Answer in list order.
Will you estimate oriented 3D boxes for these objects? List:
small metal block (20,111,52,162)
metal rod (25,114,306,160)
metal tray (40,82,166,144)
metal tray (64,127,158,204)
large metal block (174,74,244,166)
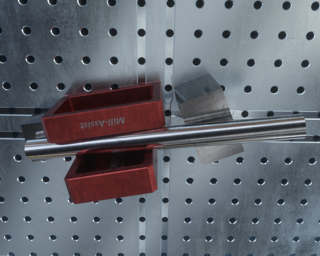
[{"bbox_3d":[-0.151,0.009,0.401,0.025,0.050,0.050,-8,110,2],"label":"small metal block"},{"bbox_3d":[-0.005,0.012,0.337,0.301,0.025,0.025,-5,111,11],"label":"metal rod"},{"bbox_3d":[-0.061,-0.021,0.369,0.131,0.090,0.030,-8,111,2],"label":"metal tray"},{"bbox_3d":[-0.050,0.036,0.370,0.091,0.130,0.030,-9,111,3],"label":"metal tray"},{"bbox_3d":[0.057,-0.013,0.379,0.050,0.080,0.080,-21,109,7],"label":"large metal block"}]
